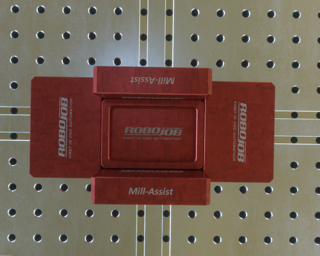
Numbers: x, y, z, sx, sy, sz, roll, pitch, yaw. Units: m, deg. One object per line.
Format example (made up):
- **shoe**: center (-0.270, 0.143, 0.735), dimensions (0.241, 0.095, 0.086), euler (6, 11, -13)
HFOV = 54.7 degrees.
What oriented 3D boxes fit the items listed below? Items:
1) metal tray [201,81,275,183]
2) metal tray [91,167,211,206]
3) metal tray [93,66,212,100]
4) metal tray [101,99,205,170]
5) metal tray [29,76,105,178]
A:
- **metal tray**: center (0.102, 0.005, 0.410), dimensions (0.091, 0.030, 0.129), euler (1, 90, -2)
- **metal tray**: center (-0.010, 0.068, 0.379), dimensions (0.131, 0.090, 0.030), euler (1, 90, -1)
- **metal tray**: center (-0.008, -0.052, 0.381), dimensions (0.131, 0.090, 0.030), euler (1, 90, -1)
- **metal tray**: center (-0.009, 0.008, 0.408), dimensions (0.131, 0.030, 0.089), euler (1, 90, -1)
- **metal tray**: center (-0.120, -0.001, 0.409), dimensions (0.091, 0.030, 0.129), euler (1, 90, -1)
